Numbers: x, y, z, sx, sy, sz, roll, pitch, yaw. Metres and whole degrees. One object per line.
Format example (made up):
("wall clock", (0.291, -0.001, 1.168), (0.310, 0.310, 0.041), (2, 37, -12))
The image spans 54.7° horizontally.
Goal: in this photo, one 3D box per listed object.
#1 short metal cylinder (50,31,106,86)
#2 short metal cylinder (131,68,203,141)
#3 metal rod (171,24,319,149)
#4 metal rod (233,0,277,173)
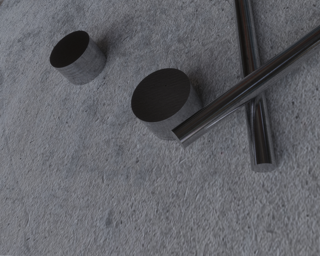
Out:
("short metal cylinder", (-0.141, -0.121, 0.536), (0.080, 0.050, 0.080), (-13, 56, 21))
("short metal cylinder", (0.010, -0.030, 0.401), (0.080, 0.050, 0.080), (-13, 56, 21))
("metal rod", (0.141, -0.074, 0.349), (0.301, 0.025, 0.025), (-35, 51, -6))
("metal rod", (0.115, -0.087, 0.397), (0.025, 0.025, 0.299), (-11, 57, 22))
